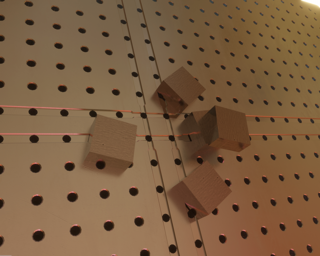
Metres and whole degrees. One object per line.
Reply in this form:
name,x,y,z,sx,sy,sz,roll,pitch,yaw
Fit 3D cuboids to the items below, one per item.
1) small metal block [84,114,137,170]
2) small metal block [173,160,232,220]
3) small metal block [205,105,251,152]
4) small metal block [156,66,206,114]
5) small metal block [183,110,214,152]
small metal block,-0.057,0.017,0.367,0.050,0.025,0.050,16,55,-19
small metal block,0.054,0.077,0.389,0.050,0.025,0.050,-32,80,-38
small metal block,0.092,0.001,0.424,0.050,0.025,0.050,13,57,-21
small metal block,0.032,-0.057,0.459,0.050,0.025,0.050,45,51,3
small metal block,0.069,0.002,0.443,0.050,0.025,0.050,-8,66,-31
